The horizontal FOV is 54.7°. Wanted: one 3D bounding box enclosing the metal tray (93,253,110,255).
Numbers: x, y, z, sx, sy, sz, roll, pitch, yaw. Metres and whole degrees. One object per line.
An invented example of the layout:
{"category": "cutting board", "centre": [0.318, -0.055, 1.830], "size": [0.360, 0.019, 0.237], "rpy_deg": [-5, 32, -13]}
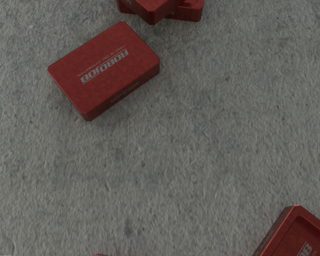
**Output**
{"category": "metal tray", "centre": [-0.046, 0.211, 0.327], "size": [0.090, 0.030, 0.130], "rpy_deg": [12, 70, 4]}

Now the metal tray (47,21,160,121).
{"category": "metal tray", "centre": [-0.076, -0.082, 0.434], "size": [0.131, 0.030, 0.090], "rpy_deg": [-37, 75, -13]}

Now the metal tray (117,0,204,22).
{"category": "metal tray", "centre": [0.005, -0.219, 0.485], "size": [0.131, 0.030, 0.090], "rpy_deg": [8, 70, 2]}

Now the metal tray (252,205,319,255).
{"category": "metal tray", "centre": [0.152, 0.164, 0.347], "size": [0.090, 0.030, 0.130], "rpy_deg": [38, 74, 12]}

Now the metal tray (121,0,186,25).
{"category": "metal tray", "centre": [-0.025, -0.221, 0.453], "size": [0.090, 0.030, 0.130], "rpy_deg": [-43, 76, -14]}
